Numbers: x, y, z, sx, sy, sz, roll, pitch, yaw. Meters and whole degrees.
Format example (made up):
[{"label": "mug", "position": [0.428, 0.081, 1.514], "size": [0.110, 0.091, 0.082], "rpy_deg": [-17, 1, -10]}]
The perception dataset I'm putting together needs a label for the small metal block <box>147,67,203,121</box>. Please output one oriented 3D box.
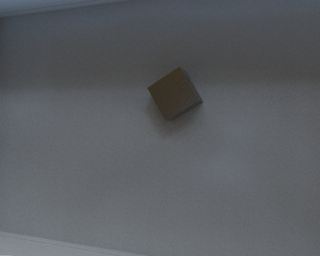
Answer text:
[{"label": "small metal block", "position": [0.020, -0.043, 0.404], "size": [0.050, 0.025, 0.050], "rpy_deg": [-32, 80, 17]}]
